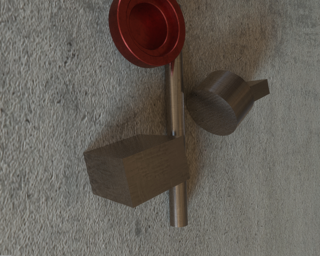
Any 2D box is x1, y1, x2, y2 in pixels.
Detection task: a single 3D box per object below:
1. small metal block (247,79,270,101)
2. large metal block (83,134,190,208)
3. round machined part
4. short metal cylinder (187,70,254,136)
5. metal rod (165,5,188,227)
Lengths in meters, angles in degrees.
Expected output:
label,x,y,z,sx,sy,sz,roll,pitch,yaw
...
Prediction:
label,x,y,z,sx,sy,sz,roll,pitch,yaw
small metal block,0.144,-0.060,0.512,0.050,0.050,0.025,-25,106,-38
large metal block,-0.027,0.043,0.349,0.081,0.080,0.050,-19,102,-39
round machined part,-0.019,-0.122,0.377,0.099,0.042,0.097,-1,91,-38
short metal cylinder,0.086,-0.035,0.443,0.050,0.080,0.080,-46,118,-30
metal rod,0.021,-0.016,0.424,0.025,0.025,0.298,-3,92,-40
